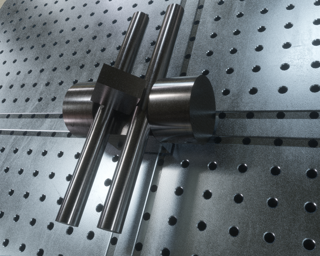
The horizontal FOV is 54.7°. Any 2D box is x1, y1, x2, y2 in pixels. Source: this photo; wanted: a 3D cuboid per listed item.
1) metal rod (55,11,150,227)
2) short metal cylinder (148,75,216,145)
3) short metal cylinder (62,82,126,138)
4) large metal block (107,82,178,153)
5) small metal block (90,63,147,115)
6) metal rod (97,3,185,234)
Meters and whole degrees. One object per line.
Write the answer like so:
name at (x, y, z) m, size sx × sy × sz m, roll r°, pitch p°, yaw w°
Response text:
metal rod at (-0.063, -0.029, 0.391) m, size 0.025 × 0.025 × 0.300 m, roll 1°, pitch 62°, yaw 28°
short metal cylinder at (0.028, -0.021, 0.365) m, size 0.050 × 0.080 × 0.080 m, roll 0°, pitch 62°, yaw 29°
short metal cylinder at (-0.086, -0.024, 0.429) m, size 0.050 × 0.080 × 0.080 m, roll 2°, pitch 63°, yaw 29°
large metal block at (-0.023, -0.015, 0.409) m, size 0.080 × 0.050 × 0.080 m, roll 1°, pitch 62°, yaw 28°
small metal block at (-0.049, -0.043, 0.359) m, size 0.050 × 0.050 × 0.025 m, roll 137°, pitch 151°, yaw -62°
metal rod at (-0.014, -0.031, 0.366) m, size 0.025 × 0.025 × 0.300 m, roll 1°, pitch 62°, yaw 28°
